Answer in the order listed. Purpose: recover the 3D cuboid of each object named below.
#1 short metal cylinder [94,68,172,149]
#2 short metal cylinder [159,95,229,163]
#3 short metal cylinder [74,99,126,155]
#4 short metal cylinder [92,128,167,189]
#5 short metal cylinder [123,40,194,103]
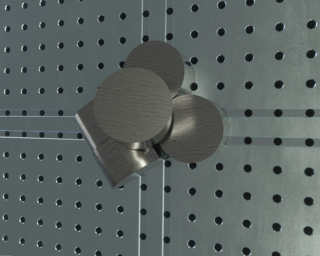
[{"bbox_3d":[-0.027,-0.019,0.339,0.081,0.050,0.080,0,78,2],"label":"short metal cylinder"},{"bbox_3d":[0.042,0.001,0.383,0.080,0.050,0.079,0,90,19],"label":"short metal cylinder"},{"bbox_3d":[-0.063,-0.007,0.405,0.080,0.080,0.050,-35,79,16],"label":"short metal cylinder"},{"bbox_3d":[-0.038,0.036,0.395,0.080,0.080,0.050,-35,79,16],"label":"short metal cylinder"},{"bbox_3d":[-0.001,-0.066,0.398,0.080,0.050,0.079,0,90,19],"label":"short metal cylinder"}]
